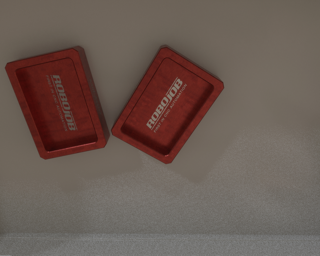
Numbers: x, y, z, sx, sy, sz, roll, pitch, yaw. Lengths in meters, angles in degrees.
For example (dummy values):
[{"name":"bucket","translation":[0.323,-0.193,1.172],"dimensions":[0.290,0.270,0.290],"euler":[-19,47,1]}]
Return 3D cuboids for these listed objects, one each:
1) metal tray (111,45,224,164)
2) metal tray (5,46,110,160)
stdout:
[{"name":"metal tray","translation":[0.008,-0.028,0.398],"dimensions":[0.090,0.030,0.129],"euler":[30,107,-11]},{"name":"metal tray","translation":[-0.126,-0.030,0.396],"dimensions":[0.090,0.030,0.129],"euler":[-12,110,4]}]
